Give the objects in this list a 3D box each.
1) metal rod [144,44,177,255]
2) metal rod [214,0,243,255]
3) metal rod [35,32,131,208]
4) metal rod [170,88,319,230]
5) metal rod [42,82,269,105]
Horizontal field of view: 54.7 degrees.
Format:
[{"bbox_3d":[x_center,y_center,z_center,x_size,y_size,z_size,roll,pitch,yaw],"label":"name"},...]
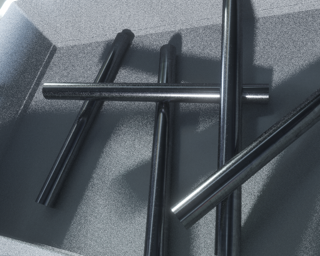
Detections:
[{"bbox_3d":[0.004,0.011,0.397,0.025,0.025,0.299,-10,57,23],"label":"metal rod"},{"bbox_3d":[0.078,-0.019,0.342,0.025,0.025,0.299,-4,70,26],"label":"metal rod"},{"bbox_3d":[-0.111,-0.025,0.479,0.025,0.025,0.300,7,65,31],"label":"metal rod"},{"bbox_3d":[0.136,-0.006,0.307,0.301,0.025,0.025,-37,51,-9],"label":"metal rod"},{"bbox_3d":[-0.017,-0.047,0.405,0.301,0.025,0.025,3,63,16],"label":"metal rod"}]
